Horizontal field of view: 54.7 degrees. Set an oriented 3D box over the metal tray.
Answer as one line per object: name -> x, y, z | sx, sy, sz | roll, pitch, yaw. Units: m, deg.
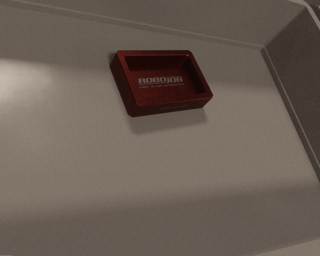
metal tray -> 0.004, -0.068, 0.447 | 0.131, 0.030, 0.090 | -9, 67, -33
